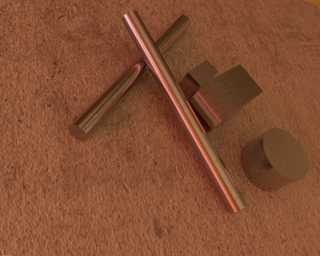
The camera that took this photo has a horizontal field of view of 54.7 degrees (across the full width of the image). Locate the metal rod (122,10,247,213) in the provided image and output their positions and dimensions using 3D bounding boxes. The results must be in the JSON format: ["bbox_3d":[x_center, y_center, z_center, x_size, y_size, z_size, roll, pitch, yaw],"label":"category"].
[{"bbox_3d":[0.029,-0.027,0.416,0.025,0.025,0.299,-23,81,-37],"label":"metal rod"}]

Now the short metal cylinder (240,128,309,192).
[{"bbox_3d":[0.166,0.047,0.451,0.081,0.050,0.080,14,56,-21],"label":"short metal cylinder"}]

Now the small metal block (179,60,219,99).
[{"bbox_3d":[0.052,-0.068,0.459,0.025,0.050,0.050,48,51,4],"label":"small metal block"}]

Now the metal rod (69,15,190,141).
[{"bbox_3d":[-0.026,-0.090,0.446,0.025,0.025,0.301,38,51,-3],"label":"metal rod"}]

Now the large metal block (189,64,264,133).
[{"bbox_3d":[0.084,-0.036,0.437,0.081,0.080,0.050,-30,79,-38],"label":"large metal block"}]
